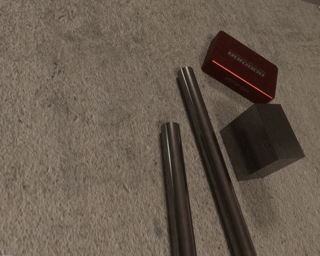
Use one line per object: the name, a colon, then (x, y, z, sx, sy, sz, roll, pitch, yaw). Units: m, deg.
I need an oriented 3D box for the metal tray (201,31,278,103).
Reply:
metal tray: (0.143, -0.104, 0.544, 0.131, 0.030, 0.090, 30, 52, -10)

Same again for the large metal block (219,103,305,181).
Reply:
large metal block: (0.138, 0.021, 0.433, 0.050, 0.080, 0.080, -1, 63, -29)

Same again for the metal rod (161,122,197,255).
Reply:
metal rod: (0.027, 0.128, 0.341, 0.025, 0.025, 0.299, 9, 58, -24)

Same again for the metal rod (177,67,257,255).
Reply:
metal rod: (0.074, 0.044, 0.418, 0.025, 0.025, 0.299, 0, 62, -29)
